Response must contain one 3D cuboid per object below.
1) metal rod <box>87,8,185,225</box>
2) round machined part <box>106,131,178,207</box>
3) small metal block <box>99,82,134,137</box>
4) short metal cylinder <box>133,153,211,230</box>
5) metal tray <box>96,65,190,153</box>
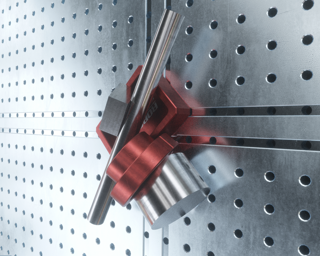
[{"bbox_3d":[-0.038,-0.001,0.399,0.025,0.025,0.298,35,111,34],"label":"metal rod"},{"bbox_3d":[-0.025,0.042,0.367,0.042,0.098,0.097,41,116,8],"label":"round machined part"},{"bbox_3d":[-0.054,-0.025,0.407,0.025,0.050,0.050,22,119,-1],"label":"small metal block"},{"bbox_3d":[0.011,0.074,0.361,0.080,0.081,0.050,-51,61,28],"label":"short metal cylinder"},{"bbox_3d":[-0.029,-0.009,0.427,0.129,0.030,0.090,-50,61,28],"label":"metal tray"}]
